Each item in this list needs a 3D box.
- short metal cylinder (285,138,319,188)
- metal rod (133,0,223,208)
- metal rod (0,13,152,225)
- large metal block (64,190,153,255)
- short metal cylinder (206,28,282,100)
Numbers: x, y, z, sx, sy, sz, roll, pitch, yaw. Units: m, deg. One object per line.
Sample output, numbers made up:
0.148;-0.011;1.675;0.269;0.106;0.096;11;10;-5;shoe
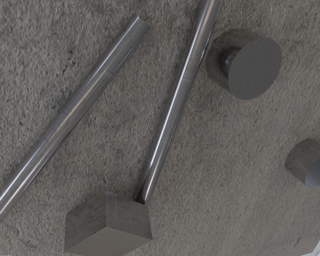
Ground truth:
0.288;0.067;0.589;0.081;0.050;0.079;-14;124;-21;short metal cylinder
0.015;-0.014;0.405;0.025;0.025;0.298;5;116;-31;metal rod
-0.112;0.002;0.346;0.025;0.025;0.299;33;100;-39;metal rod
-0.070;0.135;0.419;0.080;0.050;0.080;-36;133;24;large metal block
0.107;-0.082;0.398;0.081;0.050;0.079;-14;124;-21;short metal cylinder
